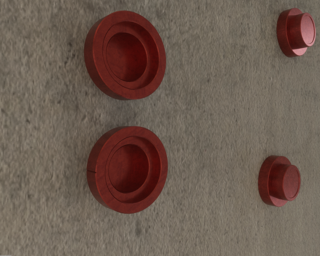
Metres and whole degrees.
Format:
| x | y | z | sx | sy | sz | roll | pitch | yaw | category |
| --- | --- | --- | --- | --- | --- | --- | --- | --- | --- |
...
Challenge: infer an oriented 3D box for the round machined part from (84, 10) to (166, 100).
| x | y | z | sx | sy | sz | roll | pitch | yaw | category |
| --- | --- | --- | --- | --- | --- | --- | --- | --- | --- |
| -0.043 | -0.081 | 0.359 | 0.099 | 0.042 | 0.097 | 0 | 90 | -40 | round machined part |

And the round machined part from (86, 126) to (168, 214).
| x | y | z | sx | sy | sz | roll | pitch | yaw | category |
| --- | --- | --- | --- | --- | --- | --- | --- | --- | --- |
| -0.041 | 0.046 | 0.361 | 0.099 | 0.042 | 0.097 | 0 | 90 | -40 | round machined part |

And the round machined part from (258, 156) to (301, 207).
| x | y | z | sx | sy | sz | roll | pitch | yaw | category |
| --- | --- | --- | --- | --- | --- | --- | --- | --- | --- |
| 0.234 | 0.103 | 0.594 | 0.099 | 0.042 | 0.097 | 0 | 90 | -40 | round machined part |

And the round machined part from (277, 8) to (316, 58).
| x | y | z | sx | sy | sz | roll | pitch | yaw | category |
| --- | --- | --- | --- | --- | --- | --- | --- | --- | --- |
| 0.284 | -0.197 | 0.636 | 0.099 | 0.042 | 0.097 | 0 | 90 | -40 | round machined part |
